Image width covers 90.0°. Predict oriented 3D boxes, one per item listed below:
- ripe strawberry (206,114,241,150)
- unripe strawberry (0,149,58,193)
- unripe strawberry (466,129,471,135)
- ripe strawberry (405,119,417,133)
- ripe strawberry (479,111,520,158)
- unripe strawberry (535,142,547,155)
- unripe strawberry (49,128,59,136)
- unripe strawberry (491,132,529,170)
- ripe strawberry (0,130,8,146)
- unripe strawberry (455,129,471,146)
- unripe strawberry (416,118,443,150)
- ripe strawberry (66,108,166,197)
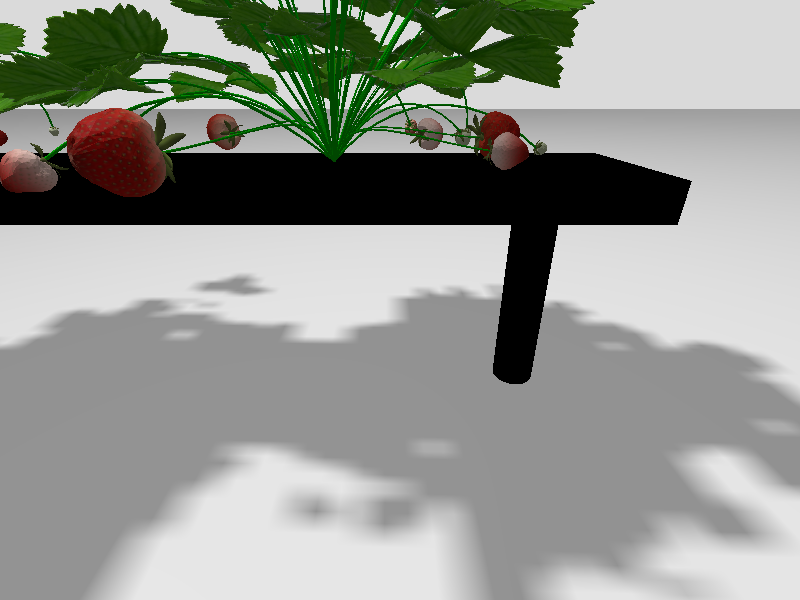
[{"bbox_3d":[-0.185,-0.174,0.416,0.035,0.035,0.033,19,32,33],"label":"ripe strawberry"},{"bbox_3d":[-0.199,-0.067,0.212,0.026,0.023,0.023,26,-27,41],"label":"unripe strawberry"},{"bbox_3d":[0.076,-0.190,0.460,0.010,0.011,0.011,22,34,36],"label":"unripe strawberry"},{"bbox_3d":[0.016,-0.237,0.552,0.017,0.020,0.019,7,5,14],"label":"ripe strawberry"},{"bbox_3d":[0.084,-0.139,0.339,0.036,0.037,0.033,-2,27,-6],"label":"ripe strawberry"},{"bbox_3d":[0.128,-0.137,0.363,0.011,0.011,0.010,-2,27,-11],"label":"unripe strawberry"},{"bbox_3d":[-0.440,-0.213,0.509,0.011,0.010,0.010,8,28,16],"label":"unripe strawberry"},{"bbox_3d":[0.082,-0.110,0.296,0.027,0.026,0.025,7,28,13],"label":"unripe strawberry"},{"bbox_3d":[-0.414,-0.165,0.404,0.026,0.022,0.026,-22,34,-38],"label":"ripe strawberry"},{"bbox_3d":[0.068,-0.174,0.432,0.017,0.018,0.018,26,-13,41],"label":"unripe strawberry"},{"bbox_3d":[0.032,-0.170,0.410,0.029,0.031,0.032,23,34,38],"label":"unripe strawberry"},{"bbox_3d":[-0.145,-0.075,0.205,0.038,0.043,0.041,17,32,30],"label":"ripe strawberry"}]
